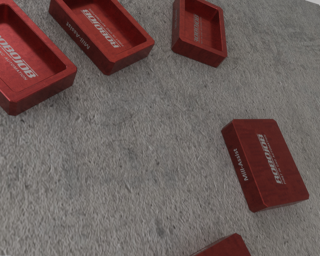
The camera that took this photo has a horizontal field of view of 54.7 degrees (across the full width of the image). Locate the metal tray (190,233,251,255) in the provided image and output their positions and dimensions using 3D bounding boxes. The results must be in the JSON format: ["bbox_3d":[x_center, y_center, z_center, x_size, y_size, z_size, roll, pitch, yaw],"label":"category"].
[{"bbox_3d":[0.051,0.177,0.319,0.131,0.030,0.090,-13,69,-34],"label":"metal tray"}]

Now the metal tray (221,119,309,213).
[{"bbox_3d":[0.152,0.050,0.451,0.091,0.030,0.130,-1,62,-29],"label":"metal tray"}]

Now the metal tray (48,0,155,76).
[{"bbox_3d":[-0.082,-0.145,0.444,0.130,0.030,0.091,48,51,6],"label":"metal tray"}]

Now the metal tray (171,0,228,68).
[{"bbox_3d":[0.068,-0.175,0.543,0.091,0.030,0.130,16,55,-19],"label":"metal tray"}]

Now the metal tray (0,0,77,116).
[{"bbox_3d":[-0.174,-0.087,0.359,0.130,0.030,0.091,46,51,4],"label":"metal tray"}]
